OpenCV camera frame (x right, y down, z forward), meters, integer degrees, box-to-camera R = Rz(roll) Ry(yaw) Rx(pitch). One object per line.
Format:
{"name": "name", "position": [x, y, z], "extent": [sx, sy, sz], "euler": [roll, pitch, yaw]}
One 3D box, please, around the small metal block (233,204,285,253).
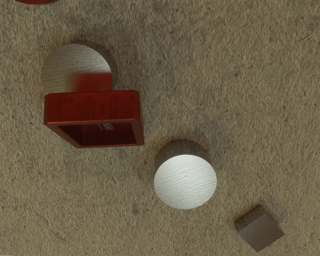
{"name": "small metal block", "position": [0.149, 0.151, 0.467], "extent": [0.050, 0.025, 0.050], "euler": [-40, 106, 13]}

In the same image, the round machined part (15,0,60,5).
{"name": "round machined part", "position": [-0.134, -0.184, 0.332], "extent": [0.099, 0.042, 0.097], "euler": [0, 110, 0]}

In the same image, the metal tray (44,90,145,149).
{"name": "metal tray", "position": [-0.065, -0.005, 0.352], "extent": [0.091, 0.130, 0.030], "euler": [-3, 76, -2]}

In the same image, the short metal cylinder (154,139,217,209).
{"name": "short metal cylinder", "position": [0.033, 0.062, 0.420], "extent": [0.081, 0.050, 0.079], "euler": [0, 110, 0]}

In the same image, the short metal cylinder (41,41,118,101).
{"name": "short metal cylinder", "position": [-0.093, -0.062, 0.373], "extent": [0.081, 0.050, 0.079], "euler": [0, 110, 0]}
